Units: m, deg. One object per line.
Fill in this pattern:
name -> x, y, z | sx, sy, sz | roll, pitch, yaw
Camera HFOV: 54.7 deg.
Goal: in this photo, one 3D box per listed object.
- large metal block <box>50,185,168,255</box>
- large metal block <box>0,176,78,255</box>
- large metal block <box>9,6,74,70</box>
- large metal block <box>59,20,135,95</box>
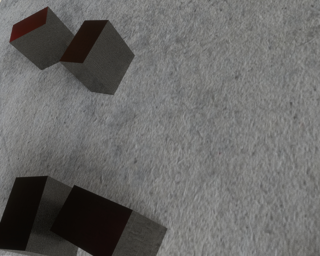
large metal block -> -0.051, 0.108, 0.328 | 0.080, 0.080, 0.050 | 13, 69, 33
large metal block -> -0.137, 0.110, 0.371 | 0.050, 0.080, 0.080 | -7, 59, 24
large metal block -> -0.216, -0.165, 0.581 | 0.080, 0.080, 0.050 | -20, 54, 16
large metal block -> -0.095, -0.109, 0.483 | 0.050, 0.080, 0.080 | 12, 68, 33
